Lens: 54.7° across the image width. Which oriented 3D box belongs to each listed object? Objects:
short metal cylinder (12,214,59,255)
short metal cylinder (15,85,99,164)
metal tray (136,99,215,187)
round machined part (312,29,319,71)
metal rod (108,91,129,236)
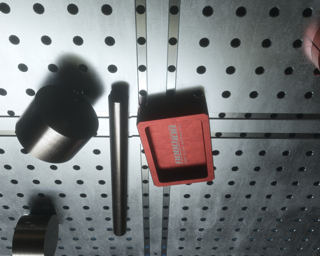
[{"bbox_3d":[-0.213,0.191,0.536,0.050,0.080,0.079,2,130,-2],"label":"short metal cylinder"},{"bbox_3d":[-0.121,-0.005,0.370,0.080,0.080,0.050,32,123,-25],"label":"short metal cylinder"},{"bbox_3d":[0.025,0.026,0.430,0.090,0.030,0.129,-8,130,6],"label":"metal tray"},{"bbox_3d":[0.221,-0.085,0.330,0.099,0.042,0.097,0,130,0],"label":"round machined part"},{"bbox_3d":[-0.062,0.075,0.474,0.025,0.025,0.298,3,130,-3],"label":"metal rod"}]
